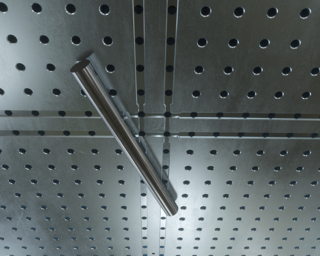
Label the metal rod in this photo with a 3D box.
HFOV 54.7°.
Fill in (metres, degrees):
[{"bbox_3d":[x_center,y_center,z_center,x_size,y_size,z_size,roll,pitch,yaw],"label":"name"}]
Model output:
[{"bbox_3d":[-0.035,0.035,0.441,0.025,0.025,0.299,-17,129,13],"label":"metal rod"}]
